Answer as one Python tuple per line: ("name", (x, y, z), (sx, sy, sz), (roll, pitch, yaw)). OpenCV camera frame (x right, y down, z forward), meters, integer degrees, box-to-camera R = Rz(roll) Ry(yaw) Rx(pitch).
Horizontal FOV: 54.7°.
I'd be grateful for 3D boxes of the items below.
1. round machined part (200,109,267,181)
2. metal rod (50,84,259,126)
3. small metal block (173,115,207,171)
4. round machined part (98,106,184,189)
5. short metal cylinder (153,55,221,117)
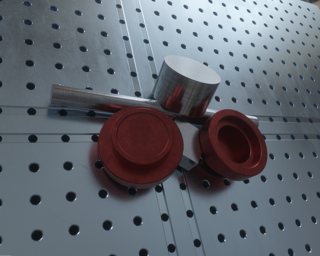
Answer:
("round machined part", (0.095, 0.026, 0.425), (0.099, 0.042, 0.098), (15, 57, -24))
("metal rod", (0.010, -0.022, 0.423), (0.302, 0.025, 0.025), (7, 59, -25))
("small metal block", (0.030, 0.020, 0.407), (0.050, 0.025, 0.050), (32, 52, -8))
("round machined part", (-0.021, 0.016, 0.355), (0.099, 0.042, 0.098), (3, 64, -7))
("short metal cylinder", (0.036, -0.059, 0.424), (0.081, 0.050, 0.080), (17, 30, -10))
